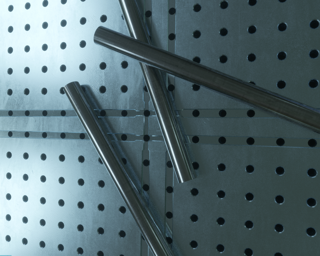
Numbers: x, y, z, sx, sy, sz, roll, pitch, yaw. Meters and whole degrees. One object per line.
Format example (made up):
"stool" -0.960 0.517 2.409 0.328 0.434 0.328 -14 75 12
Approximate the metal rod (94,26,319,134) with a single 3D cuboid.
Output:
"metal rod" 0.055 -0.062 0.376 0.301 0.025 0.025 24 98 12

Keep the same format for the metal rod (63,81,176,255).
"metal rod" -0.056 0.064 0.432 0.025 0.025 0.299 -34 79 17

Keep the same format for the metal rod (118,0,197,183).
"metal rod" -0.011 -0.074 0.416 0.025 0.025 0.299 -21 83 19
